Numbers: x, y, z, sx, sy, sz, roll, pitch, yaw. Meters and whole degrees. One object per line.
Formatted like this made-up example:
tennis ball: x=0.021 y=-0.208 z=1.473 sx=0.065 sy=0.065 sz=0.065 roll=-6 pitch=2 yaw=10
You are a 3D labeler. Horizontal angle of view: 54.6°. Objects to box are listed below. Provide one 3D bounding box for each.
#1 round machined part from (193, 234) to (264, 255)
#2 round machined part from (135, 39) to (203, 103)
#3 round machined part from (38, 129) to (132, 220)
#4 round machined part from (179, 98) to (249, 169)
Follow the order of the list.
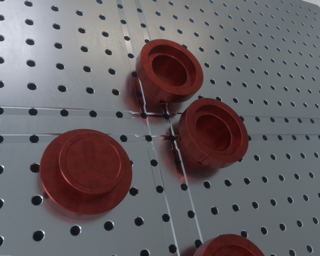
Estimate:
round machined part: x=0.073 y=0.168 z=0.333 sx=0.099 sy=0.042 sz=0.098 roll=13 pitch=56 yaw=-21
round machined part: x=0.010 y=-0.078 z=0.449 sx=0.099 sy=0.042 sz=0.098 roll=13 pitch=56 yaw=-21
round machined part: x=-0.076 y=0.043 z=0.330 sx=0.099 sy=0.042 sz=0.098 roll=13 pitch=56 yaw=-21
round machined part: x=0.069 y=0.011 z=0.427 sx=0.099 sy=0.042 sz=0.098 roll=13 pitch=56 yaw=-21
